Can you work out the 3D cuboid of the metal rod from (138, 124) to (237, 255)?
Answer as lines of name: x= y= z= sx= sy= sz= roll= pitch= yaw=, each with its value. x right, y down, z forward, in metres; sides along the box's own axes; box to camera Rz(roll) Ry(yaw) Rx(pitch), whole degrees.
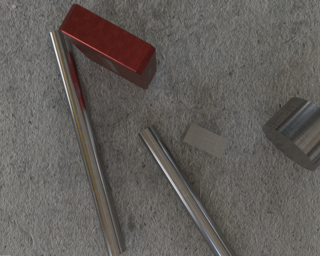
metal rod: x=0.061 y=0.128 z=0.410 sx=0.025 sy=0.025 sz=0.299 roll=-32 pitch=90 yaw=0

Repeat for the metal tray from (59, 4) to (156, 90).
metal tray: x=-0.051 y=-0.085 z=0.357 sx=0.090 sy=0.130 sz=0.030 roll=29 pitch=90 yaw=-1

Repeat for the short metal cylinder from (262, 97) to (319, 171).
short metal cylinder: x=0.176 y=0.008 z=0.385 sx=0.080 sy=0.080 sz=0.050 roll=44 pitch=90 yaw=-1

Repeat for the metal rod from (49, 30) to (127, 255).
metal rod: x=-0.095 y=0.019 z=0.408 sx=0.025 sy=0.025 sz=0.298 roll=-15 pitch=90 yaw=0

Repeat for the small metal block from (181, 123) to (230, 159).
small metal block: x=0.056 y=0.015 z=0.398 sx=0.050 sy=0.050 sz=0.025 roll=26 pitch=90 yaw=-1
